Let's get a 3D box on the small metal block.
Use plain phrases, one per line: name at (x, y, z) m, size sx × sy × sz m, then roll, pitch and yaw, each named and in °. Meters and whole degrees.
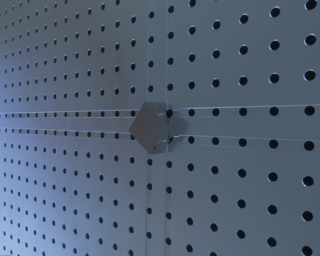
small metal block at (-0.009, 0.000, 0.418) m, size 0.050 × 0.025 × 0.050 m, roll 46°, pitch 118°, yaw 30°
